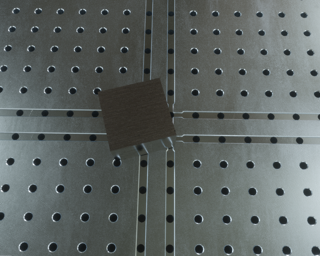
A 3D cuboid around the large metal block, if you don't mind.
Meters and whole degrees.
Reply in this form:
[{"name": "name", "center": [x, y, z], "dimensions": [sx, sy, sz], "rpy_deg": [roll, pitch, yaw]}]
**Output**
[{"name": "large metal block", "center": [-0.029, -0.010, 0.402], "dimensions": [0.080, 0.050, 0.080], "rpy_deg": [-14, 71, -5]}]
